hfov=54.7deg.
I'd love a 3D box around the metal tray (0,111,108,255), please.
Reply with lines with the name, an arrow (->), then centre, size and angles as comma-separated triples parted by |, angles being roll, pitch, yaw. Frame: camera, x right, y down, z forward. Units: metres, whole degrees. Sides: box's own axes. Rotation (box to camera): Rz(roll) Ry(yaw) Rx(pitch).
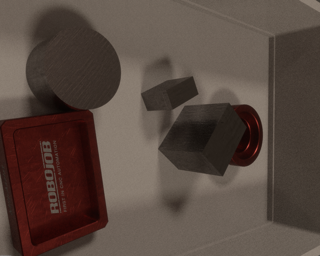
metal tray -> -0.107, 0.050, 0.314 | 0.091, 0.030, 0.129 | -12, 98, -40

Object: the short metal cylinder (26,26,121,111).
short metal cylinder -> -0.088, -0.058, 0.318 | 0.081, 0.050, 0.079 | 0, 90, -40

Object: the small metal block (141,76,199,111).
small metal block -> 0.013, -0.044, 0.403 | 0.050, 0.050, 0.025 | -32, 111, -36

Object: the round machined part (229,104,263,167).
round machined part -> 0.121, 0.011, 0.500 | 0.099, 0.042, 0.097 | 0, 90, -40

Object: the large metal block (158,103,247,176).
large metal block -> 0.058, 0.014, 0.421 | 0.050, 0.080, 0.080 | 47, 62, -30
